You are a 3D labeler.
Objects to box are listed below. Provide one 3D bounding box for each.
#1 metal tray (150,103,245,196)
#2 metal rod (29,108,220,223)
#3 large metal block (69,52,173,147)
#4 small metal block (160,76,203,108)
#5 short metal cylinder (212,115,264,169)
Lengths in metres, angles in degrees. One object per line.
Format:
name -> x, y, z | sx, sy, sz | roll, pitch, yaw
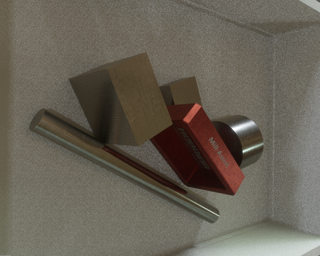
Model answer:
metal tray -> 0.040, 0.029, 0.397 | 0.030, 0.090, 0.130 | -52, 121, -28
metal rod -> -0.020, 0.063, 0.390 | 0.301, 0.025, 0.025 | 35, 68, -35
large metal block -> -0.043, -0.029, 0.334 | 0.050, 0.080, 0.080 | -33, 111, -35
small metal block -> 0.029, -0.040, 0.430 | 0.050, 0.025, 0.050 | -26, 106, -37
short metal cylinder -> 0.104, 0.024, 0.458 | 0.050, 0.080, 0.079 | -15, 100, -38
